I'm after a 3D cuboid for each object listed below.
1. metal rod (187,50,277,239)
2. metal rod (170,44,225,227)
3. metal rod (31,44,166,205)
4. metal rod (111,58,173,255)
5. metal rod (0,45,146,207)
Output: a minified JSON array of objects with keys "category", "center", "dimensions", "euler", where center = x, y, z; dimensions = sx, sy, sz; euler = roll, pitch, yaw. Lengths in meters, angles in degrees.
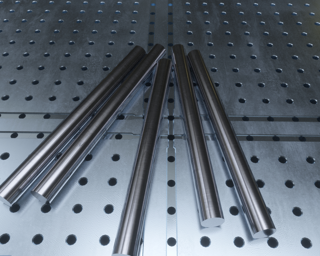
[{"category":"metal rod","center":[0.082,-0.005,0.412],"dimensions":[0.025,0.025,0.300],"euler":[-7,50,-6]},{"category":"metal rod","center":[0.043,-0.015,0.421],"dimensions":[0.025,0.025,0.300],"euler":[-4,50,-3]},{"category":"metal rod","center":[-0.067,-0.026,0.430],"dimensions":[0.025,0.025,0.301],"euler":[20,53,16]},{"category":"metal rod","center":[-0.014,0.013,0.397],"dimensions":[0.025,0.025,0.300],"euler":[6,50,5]},{"category":"metal rod","center":[-0.103,-0.023,0.426],"dimensions":[0.025,0.025,0.301],"euler":[22,53,17]}]
